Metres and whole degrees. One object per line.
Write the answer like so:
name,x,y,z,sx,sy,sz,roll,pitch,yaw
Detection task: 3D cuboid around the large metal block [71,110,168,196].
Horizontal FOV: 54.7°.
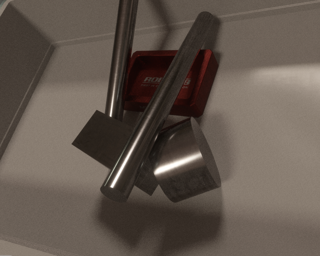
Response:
large metal block,-0.043,0.030,0.373,0.080,0.080,0.050,24,75,36

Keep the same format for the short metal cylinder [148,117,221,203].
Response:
short metal cylinder,0.027,0.034,0.335,0.050,0.080,0.080,-23,53,14

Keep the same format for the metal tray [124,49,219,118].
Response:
metal tray,0.007,-0.066,0.437,0.130,0.030,0.090,7,65,31

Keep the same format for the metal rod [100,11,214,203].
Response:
metal rod,0.013,-0.050,0.356,0.025,0.025,0.301,2,46,29

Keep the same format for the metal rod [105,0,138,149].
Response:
metal rod,-0.048,-0.120,0.414,0.025,0.025,0.298,11,96,32
